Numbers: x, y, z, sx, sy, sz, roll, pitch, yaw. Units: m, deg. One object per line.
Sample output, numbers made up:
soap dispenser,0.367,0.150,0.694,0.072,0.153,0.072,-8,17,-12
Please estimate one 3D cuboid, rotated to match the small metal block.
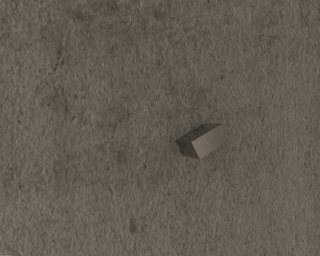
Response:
small metal block,0.057,0.017,0.418,0.050,0.050,0.025,-29,100,-18
